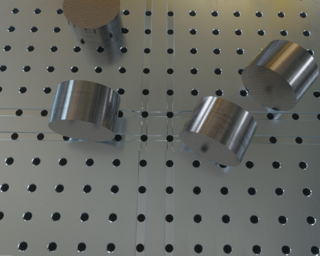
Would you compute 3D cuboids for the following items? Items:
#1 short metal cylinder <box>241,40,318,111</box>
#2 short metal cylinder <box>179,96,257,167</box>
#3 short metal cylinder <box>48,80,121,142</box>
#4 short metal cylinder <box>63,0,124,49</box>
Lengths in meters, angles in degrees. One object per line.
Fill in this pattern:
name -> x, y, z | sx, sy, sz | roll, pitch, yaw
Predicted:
short metal cylinder -> 0.156, -0.068, 0.408 | 0.080, 0.080, 0.050 | 40, 75, 13
short metal cylinder -> 0.071, 0.005, 0.381 | 0.080, 0.080, 0.050 | 27, 73, 9
short metal cylinder -> -0.093, -0.019, 0.389 | 0.080, 0.080, 0.050 | 5, 70, 2
short metal cylinder -> -0.096, -0.164, 0.458 | 0.081, 0.050, 0.080 | 0, 70, 0
